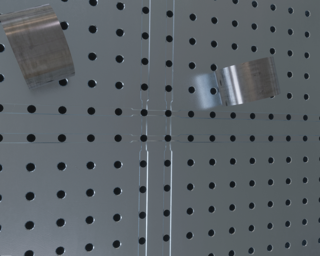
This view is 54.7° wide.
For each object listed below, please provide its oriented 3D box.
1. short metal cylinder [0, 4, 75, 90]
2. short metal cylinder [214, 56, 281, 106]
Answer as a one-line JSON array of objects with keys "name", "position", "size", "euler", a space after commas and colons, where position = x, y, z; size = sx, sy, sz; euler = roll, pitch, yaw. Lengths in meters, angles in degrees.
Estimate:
[{"name": "short metal cylinder", "position": [-0.132, -0.087, 0.335], "size": [0.050, 0.080, 0.080], "euler": [-22, 98, -19]}, {"name": "short metal cylinder", "position": [0.120, -0.063, 0.427], "size": [0.081, 0.080, 0.050], "euler": [-15, 96, -19]}]
